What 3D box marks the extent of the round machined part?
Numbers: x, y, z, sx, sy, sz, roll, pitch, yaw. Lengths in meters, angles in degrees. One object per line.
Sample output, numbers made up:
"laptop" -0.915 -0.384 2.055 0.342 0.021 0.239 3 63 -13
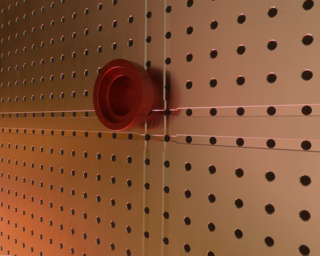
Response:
"round machined part" -0.046 -0.045 0.434 0.098 0.042 0.097 0 90 39
